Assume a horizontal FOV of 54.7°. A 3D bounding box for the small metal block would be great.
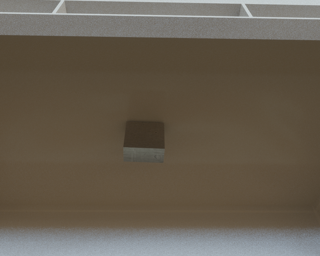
[{"bbox_3d":[-0.020,0.018,0.403,0.050,0.050,0.025,2,130,-3],"label":"small metal block"}]
